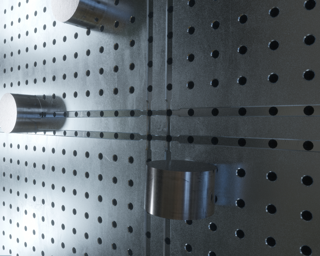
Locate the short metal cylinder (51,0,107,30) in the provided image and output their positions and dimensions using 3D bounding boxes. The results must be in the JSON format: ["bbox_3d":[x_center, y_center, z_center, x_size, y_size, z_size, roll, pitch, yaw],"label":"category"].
[{"bbox_3d":[-0.132,-0.206,0.502,0.080,0.050,0.079,0,90,40],"label":"short metal cylinder"}]

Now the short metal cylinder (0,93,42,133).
[{"bbox_3d":[-0.285,-0.029,0.628,0.080,0.050,0.079,0,90,40],"label":"short metal cylinder"}]

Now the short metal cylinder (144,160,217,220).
[{"bbox_3d":[0.023,0.067,0.355,0.080,0.081,0.050,5,93,40],"label":"short metal cylinder"}]
